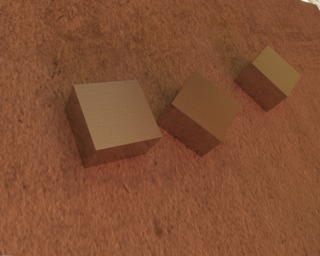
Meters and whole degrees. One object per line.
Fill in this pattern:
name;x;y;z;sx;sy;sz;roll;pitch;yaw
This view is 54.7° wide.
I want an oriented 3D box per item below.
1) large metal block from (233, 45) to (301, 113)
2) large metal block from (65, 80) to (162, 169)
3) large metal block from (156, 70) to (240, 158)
large metal block;0.190;-0.088;0.547;0.080;0.050;0.080;44;51;2
large metal block;-0.056;-0.007;0.363;0.081;0.050;0.080;-11;67;-33
large metal block;0.053;-0.020;0.431;0.080;0.050;0.080;37;51;-4
